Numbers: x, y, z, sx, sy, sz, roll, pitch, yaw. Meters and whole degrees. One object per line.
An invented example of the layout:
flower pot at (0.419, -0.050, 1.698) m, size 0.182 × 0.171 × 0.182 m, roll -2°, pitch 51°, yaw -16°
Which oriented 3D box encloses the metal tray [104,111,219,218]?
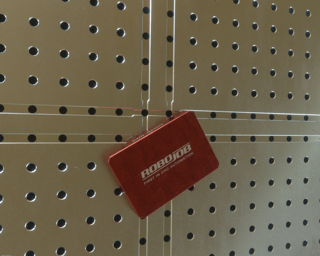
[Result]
metal tray at (0.005, 0.045, 0.412) m, size 0.131 × 0.030 × 0.090 m, roll -31°, pitch 100°, yaw -17°
